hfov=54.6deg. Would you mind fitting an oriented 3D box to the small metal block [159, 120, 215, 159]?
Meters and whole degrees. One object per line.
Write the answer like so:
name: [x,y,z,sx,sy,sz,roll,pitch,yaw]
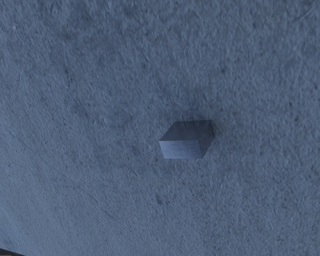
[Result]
small metal block: [0.034,0.014,0.381,0.050,0.050,0.025,-3,117,29]
